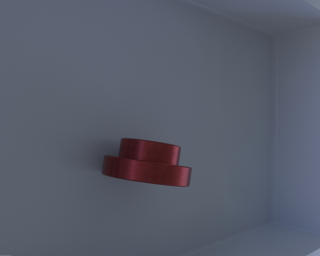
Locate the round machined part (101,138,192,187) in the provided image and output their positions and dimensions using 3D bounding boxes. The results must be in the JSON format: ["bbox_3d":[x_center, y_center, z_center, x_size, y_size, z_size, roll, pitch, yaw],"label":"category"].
[{"bbox_3d":[-0.013,0.037,0.347,0.099,0.098,0.042,14,82,-39],"label":"round machined part"}]
